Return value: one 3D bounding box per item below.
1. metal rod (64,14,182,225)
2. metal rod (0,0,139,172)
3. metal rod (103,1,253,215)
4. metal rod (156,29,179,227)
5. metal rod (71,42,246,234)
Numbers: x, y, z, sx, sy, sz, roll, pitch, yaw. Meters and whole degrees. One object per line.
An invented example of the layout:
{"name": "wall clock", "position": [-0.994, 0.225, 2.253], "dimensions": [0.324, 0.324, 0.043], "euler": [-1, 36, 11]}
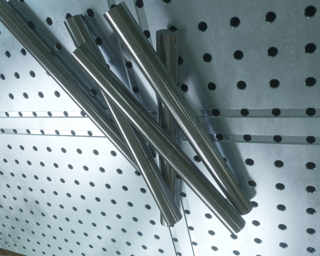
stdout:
{"name": "metal rod", "position": [-0.044, -0.003, 0.410], "dimensions": [0.025, 0.025, 0.299], "euler": [-18, 103, 35]}
{"name": "metal rod", "position": [-0.121, -0.055, 0.438], "dimensions": [0.300, 0.025, 0.025], "euler": [49, 128, -7]}
{"name": "metal rod", "position": [0.033, -0.006, 0.364], "dimensions": [0.025, 0.025, 0.299], "euler": [-20, 116, 35]}
{"name": "metal rod", "position": [0.010, 0.022, 0.417], "dimensions": [0.025, 0.025, 0.298], "euler": [12, 124, 21]}
{"name": "metal rod", "position": [0.003, 0.018, 0.385], "dimensions": [0.300, 0.025, 0.025], "euler": [48, 129, -8]}
